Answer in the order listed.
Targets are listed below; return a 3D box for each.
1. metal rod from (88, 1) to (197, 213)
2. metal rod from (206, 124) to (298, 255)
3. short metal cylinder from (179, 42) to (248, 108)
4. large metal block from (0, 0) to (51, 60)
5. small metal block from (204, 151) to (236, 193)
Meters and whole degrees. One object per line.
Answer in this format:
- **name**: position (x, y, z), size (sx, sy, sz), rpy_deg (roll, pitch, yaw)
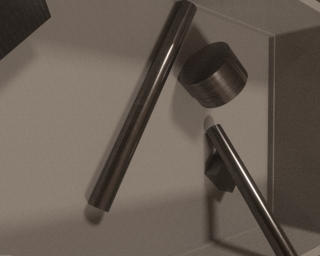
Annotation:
- **metal rod**: position (-0.015, -0.041, 0.396), size (0.025, 0.025, 0.300), rpy_deg (36, 68, -35)
- **metal rod**: position (0.145, 0.124, 0.424), size (0.025, 0.025, 0.299), rpy_deg (-5, 59, -40)
- **short metal cylinder**: position (0.075, -0.074, 0.436), size (0.050, 0.080, 0.080), rpy_deg (44, 63, -32)
- **large metal block**: position (-0.143, -0.106, 0.244), size (0.080, 0.050, 0.080), rpy_deg (-55, 165, -26)
- **small metal block**: position (0.104, 0.068, 0.497), size (0.050, 0.025, 0.050), rpy_deg (47, 62, -30)
